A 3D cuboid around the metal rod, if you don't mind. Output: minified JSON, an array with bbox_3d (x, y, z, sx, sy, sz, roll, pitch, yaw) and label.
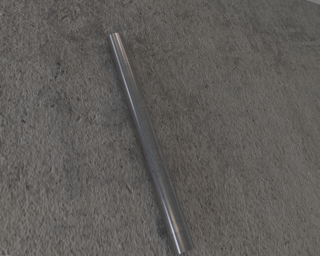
[{"bbox_3d":[-0.019,0.003,0.391,0.025,0.025,0.299,-5,64,-31],"label":"metal rod"}]
